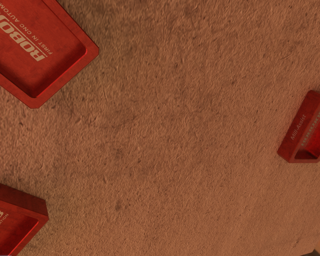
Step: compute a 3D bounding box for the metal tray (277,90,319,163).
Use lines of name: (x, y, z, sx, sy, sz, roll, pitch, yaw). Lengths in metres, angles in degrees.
metal tray: (0.276, 0.001, 0.554, 0.091, 0.030, 0.129, 4, 117, -30)

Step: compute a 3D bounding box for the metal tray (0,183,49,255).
metal tray: (-0.210, 0.129, 0.368, 0.130, 0.030, 0.090, -48, 129, 5)

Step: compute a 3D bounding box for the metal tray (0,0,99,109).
metal tray: (-0.131, -0.089, 0.276, 0.090, 0.030, 0.130, -42, 130, 1)
